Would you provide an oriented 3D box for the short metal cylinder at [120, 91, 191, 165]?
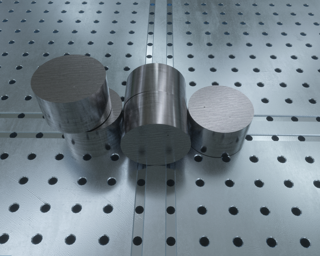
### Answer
[{"bbox_3d":[-0.005,0.002,0.370,0.081,0.080,0.050,-1,50,-1],"label":"short metal cylinder"}]

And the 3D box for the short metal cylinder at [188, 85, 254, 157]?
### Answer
[{"bbox_3d":[0.075,-0.009,0.399,0.081,0.050,0.080,0,50,0],"label":"short metal cylinder"}]

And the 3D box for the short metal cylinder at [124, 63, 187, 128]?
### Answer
[{"bbox_3d":[-0.006,-0.037,0.403,0.081,0.080,0.050,1,51,0],"label":"short metal cylinder"}]

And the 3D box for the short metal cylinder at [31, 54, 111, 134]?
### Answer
[{"bbox_3d":[-0.099,-0.040,0.357,0.081,0.050,0.080,0,50,0],"label":"short metal cylinder"}]

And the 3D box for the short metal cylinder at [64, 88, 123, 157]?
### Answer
[{"bbox_3d":[-0.087,-0.010,0.399,0.081,0.050,0.080,0,50,0],"label":"short metal cylinder"}]
